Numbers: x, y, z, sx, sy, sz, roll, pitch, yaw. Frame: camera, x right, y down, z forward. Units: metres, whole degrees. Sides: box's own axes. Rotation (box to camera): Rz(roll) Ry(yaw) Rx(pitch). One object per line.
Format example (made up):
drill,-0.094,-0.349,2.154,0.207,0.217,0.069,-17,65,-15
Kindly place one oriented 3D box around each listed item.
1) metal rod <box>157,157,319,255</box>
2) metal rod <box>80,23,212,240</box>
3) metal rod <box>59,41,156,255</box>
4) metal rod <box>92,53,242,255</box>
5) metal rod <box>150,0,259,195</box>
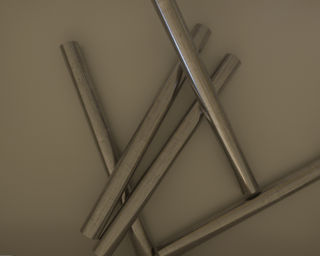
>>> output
metal rod,0.134,0.097,0.412,0.301,0.025,0.025,-28,90,0
metal rod,-0.014,-0.001,0.394,0.025,0.025,0.299,29,83,0
metal rod,-0.069,0.030,0.410,0.025,0.025,0.299,-20,90,0
metal rod,0.013,0.031,0.395,0.025,0.025,0.300,35,83,0
metal rod,0.053,-0.046,0.373,0.025,0.025,0.299,-28,105,0
